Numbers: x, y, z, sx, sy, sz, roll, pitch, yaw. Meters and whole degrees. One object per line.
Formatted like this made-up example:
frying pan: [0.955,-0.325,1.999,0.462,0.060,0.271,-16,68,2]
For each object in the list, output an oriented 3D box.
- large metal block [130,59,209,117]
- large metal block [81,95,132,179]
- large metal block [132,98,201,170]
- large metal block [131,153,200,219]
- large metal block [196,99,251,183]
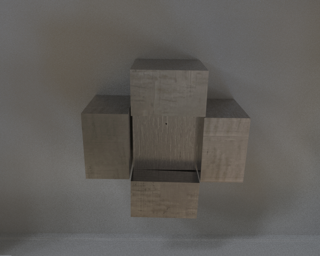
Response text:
large metal block: [0.009,-0.050,0.362,0.081,0.080,0.050,1,110,-1]
large metal block: [-0.060,0.008,0.383,0.050,0.080,0.079,1,110,0]
large metal block: [0.008,0.006,0.398,0.081,0.050,0.079,1,110,-1]
large metal block: [0.005,0.072,0.407,0.081,0.080,0.050,2,110,-1]
large metal block: [0.073,0.013,0.386,0.050,0.080,0.079,1,110,0]
